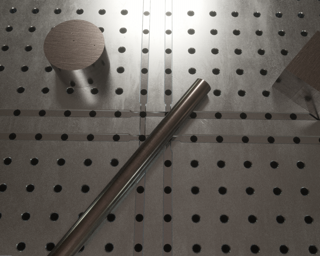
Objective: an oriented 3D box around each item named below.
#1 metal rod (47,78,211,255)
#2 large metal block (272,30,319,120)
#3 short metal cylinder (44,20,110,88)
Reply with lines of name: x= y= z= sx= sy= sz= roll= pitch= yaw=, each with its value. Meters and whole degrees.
metal rod: x=-0.032 y=0.050 z=0.393 sx=0.025 sy=0.025 sz=0.300 roll=37 pitch=74 yaw=12
large metal block: x=0.219 y=-0.073 z=0.428 sx=0.080 sy=0.050 sz=0.080 roll=40 pitch=74 yaw=13
short metal cylinder: x=-0.114 y=-0.103 z=0.435 sx=0.081 sy=0.050 sz=0.080 roll=0 pitch=70 yaw=0
